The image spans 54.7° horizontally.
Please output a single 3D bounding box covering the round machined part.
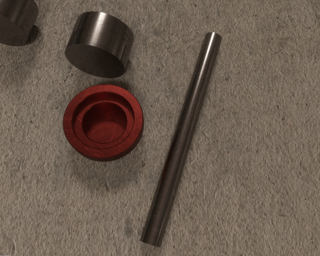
[{"bbox_3d":[-0.070,-0.004,0.400,0.099,0.042,0.098,0,70,-1],"label":"round machined part"}]

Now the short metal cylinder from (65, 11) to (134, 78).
[{"bbox_3d":[-0.080,-0.109,0.418,0.080,0.080,0.050,11,71,4],"label":"short metal cylinder"}]

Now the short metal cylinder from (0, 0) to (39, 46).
[{"bbox_3d":[-0.220,-0.160,0.435,0.080,0.080,0.050,11,71,3],"label":"short metal cylinder"}]

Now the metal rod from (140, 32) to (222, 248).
[{"bbox_3d":[0.034,0.001,0.408,0.025,0.025,0.299,17,71,5],"label":"metal rod"}]
